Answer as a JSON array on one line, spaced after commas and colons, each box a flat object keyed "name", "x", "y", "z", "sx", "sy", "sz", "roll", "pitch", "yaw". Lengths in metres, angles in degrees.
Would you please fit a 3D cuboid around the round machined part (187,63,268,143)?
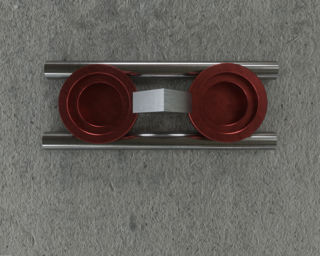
[{"name": "round machined part", "x": 0.082, "y": -0.031, "z": 0.398, "sx": 0.099, "sy": 0.042, "sz": 0.097, "roll": 0, "pitch": 90, "yaw": 0}]

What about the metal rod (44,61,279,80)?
[{"name": "metal rod", "x": 0.002, "y": -0.077, "z": 0.411, "sx": 0.302, "sy": 0.025, "sz": 0.025, "roll": 0, "pitch": 90, "yaw": 0}]

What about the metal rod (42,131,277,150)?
[{"name": "metal rod", "x": 0.000, "y": 0.017, "z": 0.411, "sx": 0.302, "sy": 0.025, "sz": 0.025, "roll": 0, "pitch": 90, "yaw": 0}]

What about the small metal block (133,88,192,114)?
[{"name": "small metal block", "x": 0.003, "y": -0.030, "z": 0.372, "sx": 0.050, "sy": 0.050, "sz": 0.025, "roll": 0, "pitch": 89, "yaw": 43}]

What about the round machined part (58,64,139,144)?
[{"name": "round machined part", "x": -0.075, "y": -0.030, "z": 0.398, "sx": 0.099, "sy": 0.042, "sz": 0.097, "roll": 0, "pitch": 90, "yaw": 0}]
